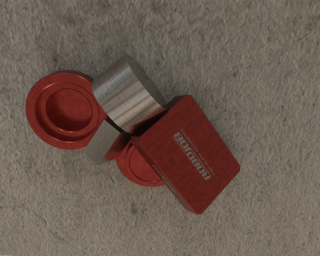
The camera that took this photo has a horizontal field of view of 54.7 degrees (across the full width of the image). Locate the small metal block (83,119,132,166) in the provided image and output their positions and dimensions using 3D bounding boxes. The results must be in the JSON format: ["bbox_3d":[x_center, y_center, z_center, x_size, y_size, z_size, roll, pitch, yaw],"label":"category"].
[{"bbox_3d":[-0.060,0.015,0.383,0.025,0.050,0.050,39,107,12],"label":"small metal block"}]

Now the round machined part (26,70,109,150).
[{"bbox_3d":[-0.112,-0.025,0.391,0.099,0.042,0.097,0,110,-1],"label":"round machined part"}]

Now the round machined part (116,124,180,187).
[{"bbox_3d":[-0.011,0.037,0.415,0.099,0.042,0.097,0,110,-1],"label":"round machined part"}]

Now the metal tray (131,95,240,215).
[{"bbox_3d":[0.036,0.034,0.398,0.090,0.030,0.130,-43,108,-19],"label":"metal tray"}]

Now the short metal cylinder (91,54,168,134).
[{"bbox_3d":[-0.035,-0.040,0.367,0.050,0.080,0.080,-36,107,12],"label":"short metal cylinder"}]
